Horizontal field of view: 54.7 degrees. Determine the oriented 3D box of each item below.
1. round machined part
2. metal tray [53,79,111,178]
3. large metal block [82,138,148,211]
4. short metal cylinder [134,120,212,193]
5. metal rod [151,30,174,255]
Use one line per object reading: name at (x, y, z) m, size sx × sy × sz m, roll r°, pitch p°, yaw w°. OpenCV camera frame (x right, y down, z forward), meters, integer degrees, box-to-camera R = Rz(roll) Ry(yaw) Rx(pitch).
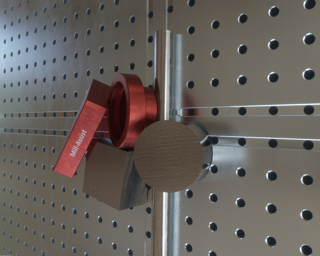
round machined part at (-0.036, -0.022, 0.412) m, size 0.098 × 0.042 × 0.097 m, roll -178°, pitch 90°, yaw -65°
metal tray at (-0.118, 0.000, 0.471) m, size 0.129 × 0.030 × 0.090 m, roll -59°, pitch 18°, yaw 23°
large metal block at (-0.062, 0.062, 0.444) m, size 0.080 × 0.050 × 0.079 m, roll 14°, pitch 99°, yaw 39°
short metal cylinder at (0.016, 0.031, 0.363) m, size 0.080 × 0.050 × 0.079 m, roll 0°, pitch 90°, yaw 20°
metal rod at (0.003, 0.024, 0.408) m, size 0.025 × 0.025 × 0.298 m, roll 1°, pitch 91°, yaw 40°
